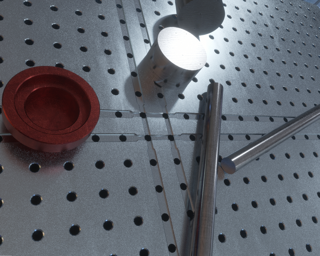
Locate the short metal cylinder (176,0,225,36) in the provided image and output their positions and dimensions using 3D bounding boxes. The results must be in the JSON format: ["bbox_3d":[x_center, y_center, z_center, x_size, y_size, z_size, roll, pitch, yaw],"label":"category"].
[{"bbox_3d":[0.068,-0.207,0.536,0.081,0.080,0.050,10,58,-23],"label":"short metal cylinder"}]

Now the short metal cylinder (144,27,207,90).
[{"bbox_3d":[0.023,-0.104,0.468,0.081,0.050,0.080,14,56,-21],"label":"short metal cylinder"}]

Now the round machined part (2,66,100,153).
[{"bbox_3d":[-0.120,-0.017,0.343,0.099,0.042,0.098,14,56,-21],"label":"round machined part"}]

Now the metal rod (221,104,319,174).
[{"bbox_3d":[0.208,0.007,0.515,0.302,0.025,0.025,-22,74,-36],"label":"metal rod"}]

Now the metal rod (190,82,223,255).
[{"bbox_3d":[0.064,0.056,0.407,0.025,0.025,0.300,23,53,-15],"label":"metal rod"}]
